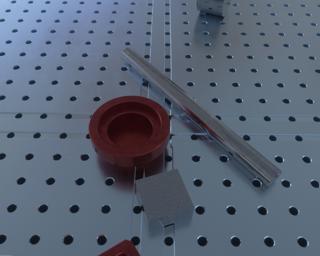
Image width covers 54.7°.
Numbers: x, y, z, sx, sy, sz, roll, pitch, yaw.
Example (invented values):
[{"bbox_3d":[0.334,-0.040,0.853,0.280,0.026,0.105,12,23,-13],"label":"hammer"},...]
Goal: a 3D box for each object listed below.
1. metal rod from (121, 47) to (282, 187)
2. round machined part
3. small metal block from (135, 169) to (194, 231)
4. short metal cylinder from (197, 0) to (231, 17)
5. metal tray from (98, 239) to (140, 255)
[{"bbox_3d":[0.040,-0.031,0.434,0.025,0.025,0.300,-31,57,-24],"label":"metal rod"},{"bbox_3d":[-0.037,0.008,0.390,0.099,0.042,0.098,0,50,0],"label":"round machined part"},{"bbox_3d":[0.004,0.078,0.342,0.050,0.025,0.050,-14,52,-12],"label":"small metal block"},{"bbox_3d":[0.108,-0.259,0.591,0.050,0.080,0.080,19,53,15],"label":"short metal cylinder"},{"bbox_3d":[-0.061,0.169,0.261,0.131,0.030,0.090,-25,55,-20],"label":"metal tray"}]
